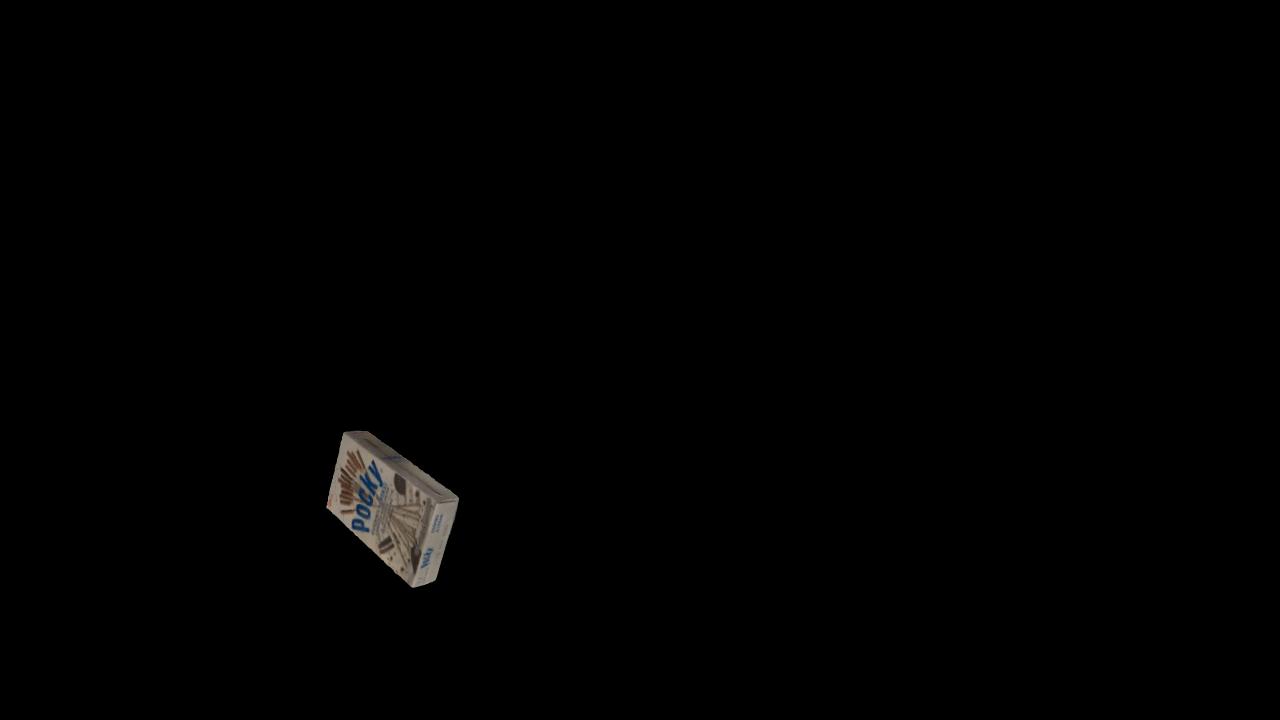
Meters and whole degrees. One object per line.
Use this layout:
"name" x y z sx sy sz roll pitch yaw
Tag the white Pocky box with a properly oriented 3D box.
"white Pocky box" -0.232 0.132 0.567 0.154 0.084 0.028 23 10 33
